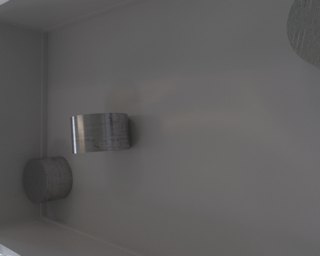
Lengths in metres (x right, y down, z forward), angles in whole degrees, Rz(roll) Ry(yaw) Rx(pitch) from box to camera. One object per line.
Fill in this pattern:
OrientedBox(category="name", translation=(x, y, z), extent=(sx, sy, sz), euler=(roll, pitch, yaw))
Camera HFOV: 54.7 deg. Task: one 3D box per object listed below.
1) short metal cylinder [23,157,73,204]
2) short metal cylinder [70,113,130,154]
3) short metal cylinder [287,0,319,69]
OrientedBox(category="short metal cylinder", translation=(-0.203, 0.092, 0.558), extent=(0.080, 0.050, 0.080), euler=(0, 90, 40))
OrientedBox(category="short metal cylinder", translation=(-0.084, 0.008, 0.441), extent=(0.080, 0.081, 0.050), euler=(-7, 85, 40))
OrientedBox(category="short metal cylinder", translation=(0.157, -0.087, 0.261), extent=(0.080, 0.050, 0.080), euler=(0, 90, 40))
